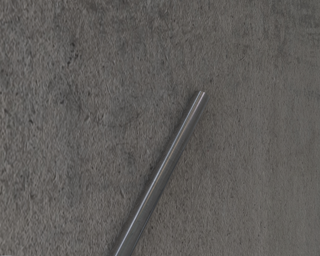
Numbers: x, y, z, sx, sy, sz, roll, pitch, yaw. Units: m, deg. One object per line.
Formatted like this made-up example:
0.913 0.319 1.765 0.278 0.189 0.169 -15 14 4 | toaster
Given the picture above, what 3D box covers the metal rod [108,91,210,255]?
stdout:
-0.006 0.075 0.398 0.025 0.025 0.300 43 64 -32 | metal rod
